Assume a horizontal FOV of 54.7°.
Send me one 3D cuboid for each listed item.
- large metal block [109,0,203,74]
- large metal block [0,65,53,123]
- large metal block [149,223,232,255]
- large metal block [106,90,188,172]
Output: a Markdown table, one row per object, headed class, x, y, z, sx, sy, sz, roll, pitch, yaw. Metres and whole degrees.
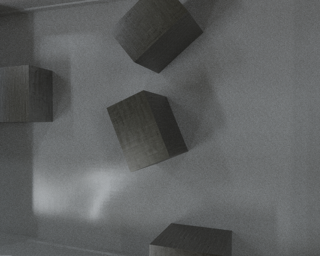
| class | x | y | z | sx | sy | sz | roll | pitch | yaw |
| --- | --- | --- | --- | --- | --- | --- | --- | --- | --- |
| large metal block | -0.001 | -0.119 | 0.381 | 0.080 | 0.080 | 0.050 | -41 | 78 | 15 |
| large metal block | -0.213 | -0.049 | 0.470 | 0.080 | 0.050 | 0.079 | -1 | 90 | 19 |
| large metal block | 0.039 | 0.154 | 0.367 | 0.080 | 0.080 | 0.050 | 1 | 91 | 19 |
| large metal block | -0.012 | 0.004 | 0.385 | 0.050 | 0.080 | 0.080 | -24 | 82 | 18 |
